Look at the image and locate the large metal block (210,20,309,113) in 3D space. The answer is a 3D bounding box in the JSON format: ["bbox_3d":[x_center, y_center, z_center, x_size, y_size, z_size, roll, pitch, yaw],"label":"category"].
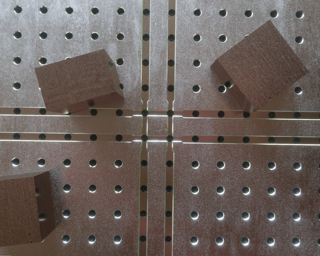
[{"bbox_3d":[0.125,-0.076,0.402,0.080,0.050,0.080,-37,90,0],"label":"large metal block"}]

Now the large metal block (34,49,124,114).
[{"bbox_3d":[-0.094,-0.054,0.385,0.080,0.080,0.050,-16,90,0],"label":"large metal block"}]

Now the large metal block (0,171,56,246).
[{"bbox_3d":[-0.188,0.103,0.400,0.080,0.050,0.080,-7,90,0],"label":"large metal block"}]
